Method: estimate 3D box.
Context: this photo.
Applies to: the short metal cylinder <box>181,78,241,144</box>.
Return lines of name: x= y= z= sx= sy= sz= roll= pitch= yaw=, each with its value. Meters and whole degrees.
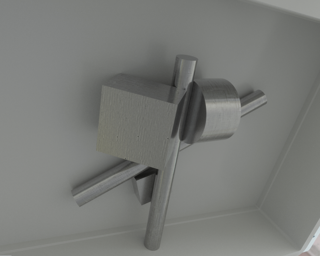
short metal cylinder: x=0.055 y=-0.022 z=0.388 sx=0.050 sy=0.080 sz=0.079 roll=-5 pitch=121 yaw=-28

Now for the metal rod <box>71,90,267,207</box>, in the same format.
metal rod: x=0.021 y=0.023 z=0.433 sx=0.302 sy=0.025 sz=0.025 roll=-28 pitch=128 yaw=-11

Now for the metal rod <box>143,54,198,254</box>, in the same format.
metal rod: x=0.009 y=0.053 z=0.412 sx=0.025 sy=0.025 sz=0.298 roll=-5 pitch=120 yaw=-27

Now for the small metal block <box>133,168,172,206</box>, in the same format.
small metal block: x=-0.012 y=0.078 z=0.450 sx=0.050 sy=0.025 sz=0.050 roll=-20 pitch=126 yaw=-17

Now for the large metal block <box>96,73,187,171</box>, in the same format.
large metal block: x=-0.021 y=-0.008 z=0.350 sx=0.080 sy=0.050 sz=0.079 roll=16 pitch=117 yaw=9
